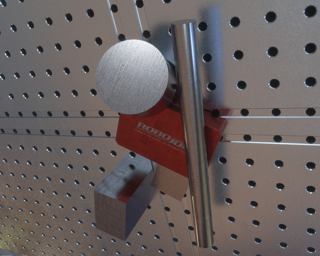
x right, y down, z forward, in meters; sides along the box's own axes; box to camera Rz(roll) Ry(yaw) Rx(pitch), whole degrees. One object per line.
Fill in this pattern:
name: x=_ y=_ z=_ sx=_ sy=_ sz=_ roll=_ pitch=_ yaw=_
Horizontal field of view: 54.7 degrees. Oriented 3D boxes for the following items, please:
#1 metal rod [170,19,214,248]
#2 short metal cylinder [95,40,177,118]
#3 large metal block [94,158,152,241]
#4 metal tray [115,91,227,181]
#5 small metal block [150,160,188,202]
metal rod: x=0.043 y=0.029 z=0.365 sx=0.025 sy=0.025 sz=0.298 roll=5 pitch=121 yaw=25
short metal cylinder: x=-0.025 y=-0.053 z=0.351 sx=0.080 sy=0.050 sz=0.080 roll=-1 pitch=87 yaw=12
large metal block: x=-0.054 y=0.106 z=0.468 sx=0.050 sy=0.080 sz=0.079 roll=18 pitch=125 yaw=18
metal tray: x=0.010 y=0.006 z=0.405 sx=0.130 sy=0.030 sz=0.089 roll=25 pitch=127 yaw=12
small metal block: x=0.019 y=0.070 z=0.443 sx=0.050 sy=0.025 sz=0.050 roll=27 pitch=128 yaw=11
